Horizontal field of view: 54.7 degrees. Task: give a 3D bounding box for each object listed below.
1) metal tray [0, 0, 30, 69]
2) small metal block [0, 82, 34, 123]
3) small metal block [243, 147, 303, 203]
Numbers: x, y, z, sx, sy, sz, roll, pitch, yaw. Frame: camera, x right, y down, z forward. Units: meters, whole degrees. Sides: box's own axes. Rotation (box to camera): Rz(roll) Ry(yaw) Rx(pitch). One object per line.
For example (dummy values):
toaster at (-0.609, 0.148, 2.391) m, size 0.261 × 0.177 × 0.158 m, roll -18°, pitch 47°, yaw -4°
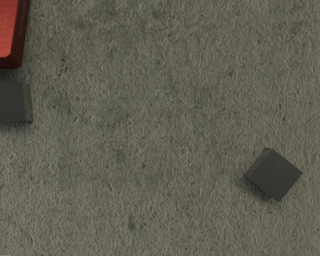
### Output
metal tray at (-0.218, -0.140, 0.388) m, size 0.091 × 0.030 × 0.129 m, roll 1°, pitch 75°, yaw -1°
small metal block at (-0.199, -0.032, 0.407) m, size 0.050 × 0.025 × 0.050 m, roll -5°, pitch 90°, yaw -1°
small metal block at (0.150, 0.062, 0.412) m, size 0.050 × 0.025 × 0.050 m, roll 39°, pitch 90°, yaw -1°
